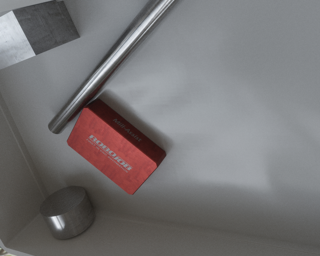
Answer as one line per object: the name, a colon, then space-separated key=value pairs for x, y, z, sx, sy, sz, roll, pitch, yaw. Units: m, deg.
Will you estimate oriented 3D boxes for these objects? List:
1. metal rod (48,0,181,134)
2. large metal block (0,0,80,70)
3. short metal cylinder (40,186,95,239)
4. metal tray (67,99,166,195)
metal rod: x=-0.073 y=-0.073 z=0.400 sx=0.025 sy=0.025 sz=0.299 roll=48 pitch=128 yaw=-6
large metal block: x=-0.163 y=-0.116 z=0.386 sx=0.080 sy=0.080 sz=0.050 roll=-9 pitch=114 yaw=32
short metal cylinder: x=-0.163 y=0.148 z=0.548 sx=0.080 sy=0.080 sz=0.050 roll=-1 pitch=118 yaw=28
metal tray: x=-0.067 y=0.030 z=0.457 sx=0.130 sy=0.030 sz=0.089 roll=39 pitch=129 yaw=1
